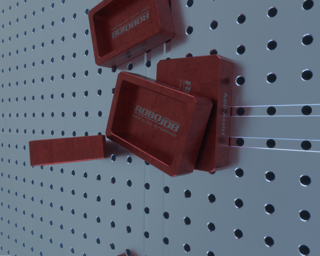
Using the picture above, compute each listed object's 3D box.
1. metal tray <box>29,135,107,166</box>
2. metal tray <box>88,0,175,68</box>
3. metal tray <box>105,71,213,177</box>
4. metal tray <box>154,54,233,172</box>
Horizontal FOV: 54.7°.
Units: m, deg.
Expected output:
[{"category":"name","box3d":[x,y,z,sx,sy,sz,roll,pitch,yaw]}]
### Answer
[{"category":"metal tray","box3d":[-0.130,0.034,0.436,0.130,0.091,0.030,160,104,-70]},{"category":"metal tray","box3d":[-0.046,-0.149,0.441,0.130,0.030,0.090,-16,80,38]},{"category":"metal tray","box3d":[-0.008,-0.009,0.369,0.130,0.030,0.089,26,107,40]},{"category":"metal tray","box3d":[0.037,-0.018,0.374,0.090,0.030,0.129,4,93,39]}]
